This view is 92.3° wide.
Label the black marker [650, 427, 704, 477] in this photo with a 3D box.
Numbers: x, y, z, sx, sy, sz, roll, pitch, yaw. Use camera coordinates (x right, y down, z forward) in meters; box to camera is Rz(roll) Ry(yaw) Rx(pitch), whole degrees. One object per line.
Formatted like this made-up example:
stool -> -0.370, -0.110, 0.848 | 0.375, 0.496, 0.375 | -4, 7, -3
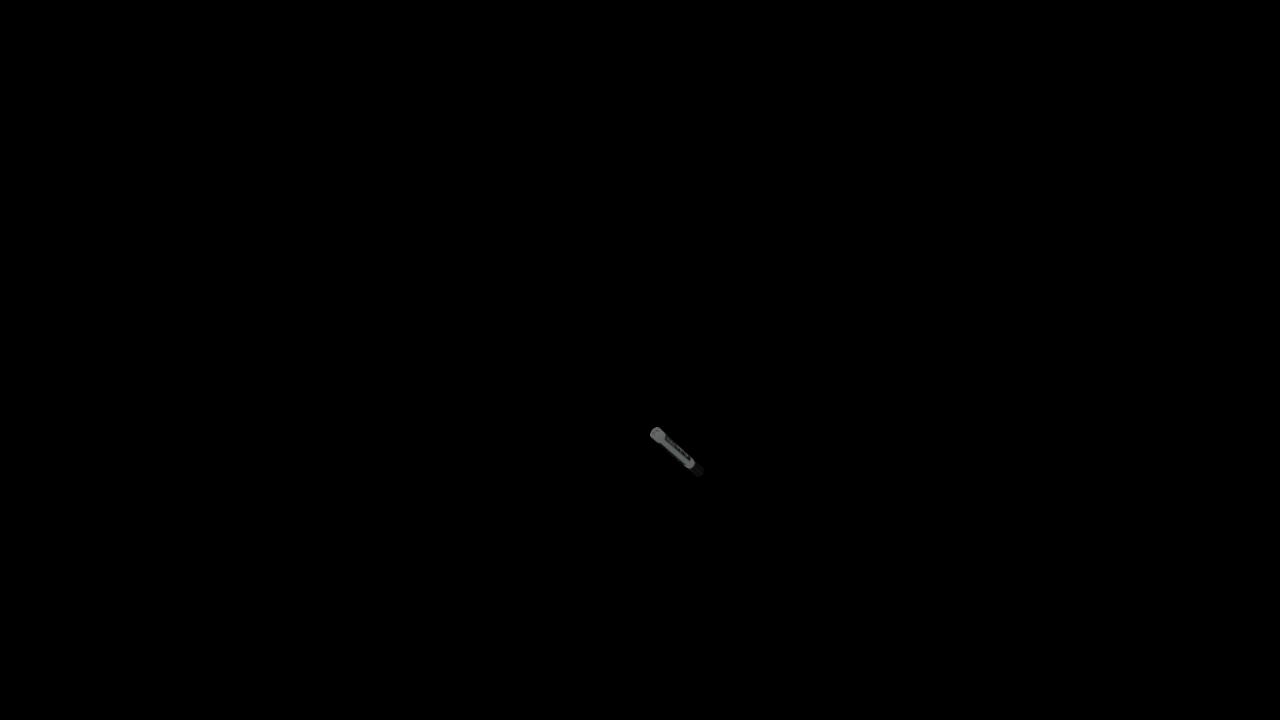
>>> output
black marker -> 0.059, 0.142, 0.928 | 0.020, 0.020, 0.121 | 0, -37, 50
